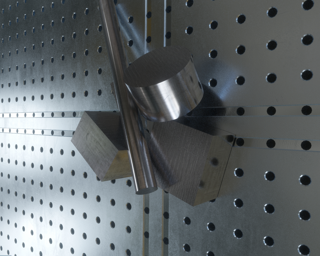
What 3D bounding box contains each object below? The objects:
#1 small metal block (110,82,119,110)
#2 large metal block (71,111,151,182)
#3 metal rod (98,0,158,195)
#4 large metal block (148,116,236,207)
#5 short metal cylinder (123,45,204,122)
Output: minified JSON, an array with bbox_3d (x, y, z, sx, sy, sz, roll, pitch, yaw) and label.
[{"bbox_3d":[-0.039,-0.052,0.440,0.050,0.025,0.050,-30,72,35],"label":"small metal block"},{"bbox_3d":[-0.058,0.022,0.419,0.080,0.081,0.050,45,117,30],"label":"large metal block"},{"bbox_3d":[-0.048,-0.060,0.408,0.025,0.025,0.299,-34,57,34],"label":"metal rod"},{"bbox_3d":[0.031,0.034,0.365,0.080,0.050,0.079,22,104,37],"label":"large metal block"},{"bbox_3d":[0.005,-0.052,0.359,0.080,0.080,0.050,11,141,39],"label":"short metal cylinder"}]
